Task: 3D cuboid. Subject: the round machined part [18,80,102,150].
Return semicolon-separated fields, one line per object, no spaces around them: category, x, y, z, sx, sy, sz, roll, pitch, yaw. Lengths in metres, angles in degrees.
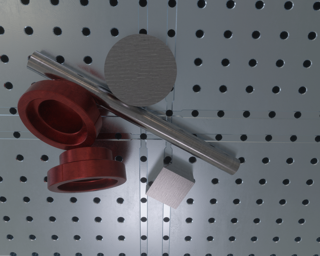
round machined part;-0.118;-0.020;0.382;0.098;0.042;0.097;9;135;9

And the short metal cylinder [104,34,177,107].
short metal cylinder;-0.024;-0.068;0.367;0.081;0.050;0.079;-1;100;-7

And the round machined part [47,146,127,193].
round machined part;-0.095;0.054;0.404;0.099;0.098;0.042;-10;70;3

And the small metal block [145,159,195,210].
small metal block;0.014;0.081;0.443;0.050;0.025;0.050;29;107;-10

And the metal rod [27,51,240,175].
metal rod;-0.026;-0.015;0.407;0.301;0.025;0.025;28;108;-10
